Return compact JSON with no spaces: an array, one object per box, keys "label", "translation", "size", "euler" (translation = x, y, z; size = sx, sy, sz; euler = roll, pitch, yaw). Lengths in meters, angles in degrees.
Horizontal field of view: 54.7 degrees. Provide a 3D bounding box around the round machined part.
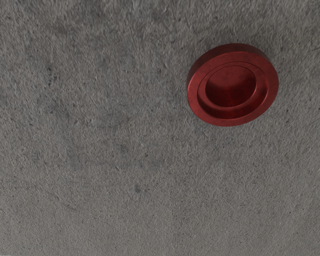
[{"label":"round machined part","translation":[0.079,-0.052,0.353],"size":[0.099,0.042,0.097],"euler":[0,130,0]}]
